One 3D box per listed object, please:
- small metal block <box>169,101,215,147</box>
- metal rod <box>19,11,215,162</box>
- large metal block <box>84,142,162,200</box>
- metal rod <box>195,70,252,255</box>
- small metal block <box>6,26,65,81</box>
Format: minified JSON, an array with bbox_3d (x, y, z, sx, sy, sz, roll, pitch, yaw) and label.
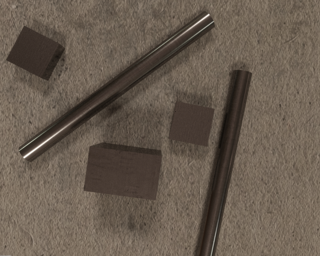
[{"bbox_3d":[0.041,-0.005,0.411,0.050,0.025,0.050,11,90,-1],"label":"small metal block"},{"bbox_3d":[-0.056,-0.055,0.409,0.301,0.025,0.025,-36,90,-1],"label":"metal rod"},{"bbox_3d":[-0.041,0.050,0.382,0.081,0.080,0.050,8,90,-1],"label":"large metal block"},{"bbox_3d":[0.080,0.072,0.411,0.025,0.025,0.298,12,90,-1],"label":"metal rod"},{"bbox_3d":[-0.163,-0.097,0.408,0.050,0.025,0.050,27,90,-1],"label":"small metal block"}]
